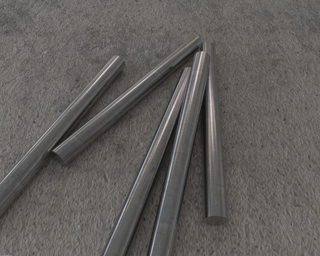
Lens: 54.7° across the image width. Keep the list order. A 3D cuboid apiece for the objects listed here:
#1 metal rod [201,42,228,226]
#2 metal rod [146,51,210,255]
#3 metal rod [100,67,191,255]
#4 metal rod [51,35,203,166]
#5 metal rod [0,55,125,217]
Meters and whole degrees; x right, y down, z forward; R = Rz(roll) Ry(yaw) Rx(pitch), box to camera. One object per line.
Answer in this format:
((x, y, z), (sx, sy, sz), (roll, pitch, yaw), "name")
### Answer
((0.069, -0.018, 0.418), (0.025, 0.025, 0.300), (3, 50, 3), "metal rod")
((0.030, 0.015, 0.376), (0.025, 0.025, 0.300), (10, 55, 8), "metal rod")
((-0.002, 0.026, 0.380), (0.025, 0.025, 0.301), (14, 51, 12), "metal rod")
((-0.030, -0.054, 0.448), (0.025, 0.025, 0.301), (31, 56, 23), "metal rod")
((-0.128, 0.000, 0.401), (0.025, 0.025, 0.301), (19, 52, 15), "metal rod")
